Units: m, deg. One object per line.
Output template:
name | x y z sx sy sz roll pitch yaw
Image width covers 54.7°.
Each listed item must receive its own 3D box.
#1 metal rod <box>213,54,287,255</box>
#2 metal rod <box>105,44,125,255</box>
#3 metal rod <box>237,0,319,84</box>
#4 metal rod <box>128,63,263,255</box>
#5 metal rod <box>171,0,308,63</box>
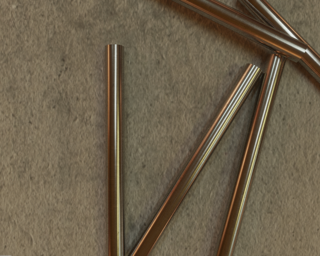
metal rod | 0.116 0.050 0.411 0.025 0.025 0.298 15 90 -1
metal rod | -0.059 0.042 0.409 0.025 0.025 0.298 0 90 -1
metal rod | 0.216 -0.075 0.412 0.025 0.025 0.300 -45 91 0
metal rod | 0.047 0.048 0.410 0.025 0.025 0.299 32 90 -1
metal rod | 0.046 -0.164 0.399 0.301 0.025 0.025 28 90 4
